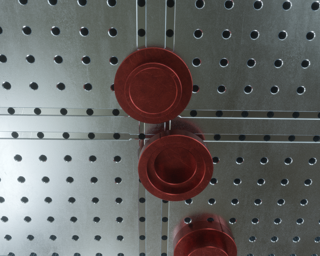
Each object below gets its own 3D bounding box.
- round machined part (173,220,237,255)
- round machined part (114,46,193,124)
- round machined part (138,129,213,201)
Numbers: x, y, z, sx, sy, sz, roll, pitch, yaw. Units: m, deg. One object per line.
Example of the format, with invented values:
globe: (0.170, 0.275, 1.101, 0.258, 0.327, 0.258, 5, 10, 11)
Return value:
round machined part: (0.070, 0.196, 0.478, 0.099, 0.042, 0.097, 0, 110, -1)
round machined part: (-0.008, -0.050, 0.386, 0.099, 0.042, 0.097, 0, 110, -1)
round machined part: (0.020, 0.047, 0.422, 0.099, 0.042, 0.097, 0, 110, -1)
